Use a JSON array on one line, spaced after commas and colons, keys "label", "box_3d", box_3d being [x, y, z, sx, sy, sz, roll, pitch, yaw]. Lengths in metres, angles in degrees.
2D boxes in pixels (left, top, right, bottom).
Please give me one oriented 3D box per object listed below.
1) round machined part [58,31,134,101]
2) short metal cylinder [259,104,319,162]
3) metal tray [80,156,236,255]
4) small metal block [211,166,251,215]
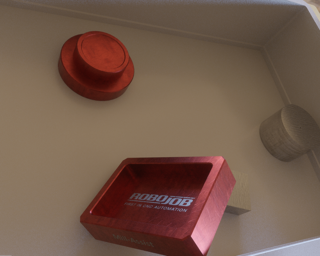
[{"label": "round machined part", "box_3d": [-0.080, -0.088, 0.406, 0.099, 0.042, 0.098, 14, 56, -21]}, {"label": "short metal cylinder", "box_3d": [0.210, 0.008, 0.500, 0.081, 0.050, 0.080, 14, 56, -21]}, {"label": "metal tray", "box_3d": [-0.004, 0.069, 0.297, 0.090, 0.130, 0.030, -54, 126, -40]}, {"label": "small metal block", "box_3d": [0.089, 0.082, 0.405, 0.050, 0.025, 0.050, 17, 55, -19]}]
